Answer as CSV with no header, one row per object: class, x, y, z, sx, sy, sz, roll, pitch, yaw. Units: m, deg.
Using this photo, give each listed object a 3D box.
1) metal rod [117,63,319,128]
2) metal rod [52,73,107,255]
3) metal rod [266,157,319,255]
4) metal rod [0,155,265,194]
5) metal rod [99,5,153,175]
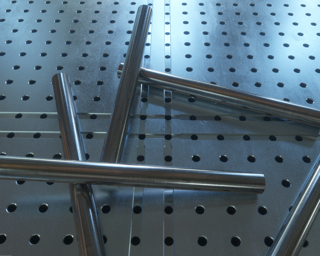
metal rod,0.081,-0.050,0.450,0.301,0.025,0.025,15,52,12
metal rod,-0.103,0.036,0.375,0.025,0.025,0.299,-14,52,-12
metal rod,0.164,0.082,0.340,0.025,0.025,0.301,31,56,23
metal rod,-0.034,0.052,0.339,0.302,0.025,0.025,5,50,-7
metal rod,-0.043,-0.068,0.437,0.025,0.025,0.300,6,58,4
